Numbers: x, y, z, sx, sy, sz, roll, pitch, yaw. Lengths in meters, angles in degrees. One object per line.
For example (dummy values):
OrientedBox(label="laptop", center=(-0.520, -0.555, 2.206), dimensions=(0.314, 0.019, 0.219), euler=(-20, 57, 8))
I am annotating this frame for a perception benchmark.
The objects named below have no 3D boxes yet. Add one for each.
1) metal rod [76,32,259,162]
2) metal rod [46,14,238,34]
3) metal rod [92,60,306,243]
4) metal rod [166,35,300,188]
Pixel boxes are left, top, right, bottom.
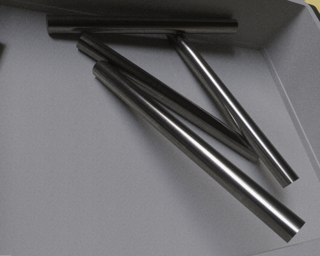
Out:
OrientedBox(label="metal rod", center=(0.019, -0.040, 0.442), dimensions=(0.301, 0.025, 0.025), euler=(32, 51, -8))
OrientedBox(label="metal rod", center=(-0.012, -0.156, 0.470), dimensions=(0.303, 0.025, 0.025), euler=(-8, 66, -23))
OrientedBox(label="metal rod", center=(0.021, 0.007, 0.346), dimensions=(0.025, 0.025, 0.300), euler=(-26, 55, -37))
OrientedBox(label="metal rod", center=(0.098, -0.044, 0.464), dimensions=(0.025, 0.025, 0.299), euler=(-18, 64, -35))
